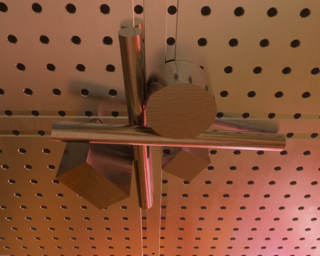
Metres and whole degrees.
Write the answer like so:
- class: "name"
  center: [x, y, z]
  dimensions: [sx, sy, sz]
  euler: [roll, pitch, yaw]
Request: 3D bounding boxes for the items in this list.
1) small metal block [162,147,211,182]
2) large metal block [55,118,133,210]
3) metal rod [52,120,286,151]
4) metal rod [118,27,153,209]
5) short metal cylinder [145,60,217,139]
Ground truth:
- class: "small metal block"
  center: [0.037, 0.047, 0.454]
  dimensions: [0.050, 0.025, 0.050]
  euler: [26, 125, -21]
- class: "large metal block"
  center: [-0.082, 0.048, 0.414]
  dimensions: [0.050, 0.080, 0.080]
  euler: [-28, 125, 21]
- class: "metal rod"
  center: [0.021, 0.012, 0.397]
  dimensions: [0.302, 0.025, 0.025]
  euler: [3, 131, -13]
- class: "metal rod"
  center: [-0.028, 0.012, 0.422]
  dimensions: [0.025, 0.025, 0.298]
  euler: [-1, 130, 1]
- class: "short metal cylinder"
  center: [0.024, -0.033, 0.368]
  dimensions: [0.081, 0.050, 0.079]
  euler: [0, 130, 0]
